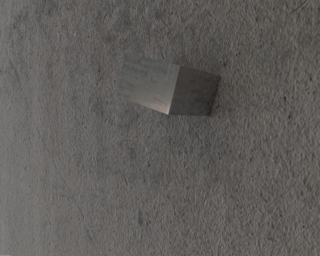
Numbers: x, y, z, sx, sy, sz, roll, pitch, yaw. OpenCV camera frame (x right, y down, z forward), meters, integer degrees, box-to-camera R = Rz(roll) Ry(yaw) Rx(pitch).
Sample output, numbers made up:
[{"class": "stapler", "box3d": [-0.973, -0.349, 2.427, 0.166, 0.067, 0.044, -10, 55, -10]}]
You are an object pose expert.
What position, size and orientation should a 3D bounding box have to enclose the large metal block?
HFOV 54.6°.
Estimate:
[{"class": "large metal block", "box3d": [0.011, -0.049, 0.361, 0.080, 0.081, 0.050, 22, 104, 38]}]
